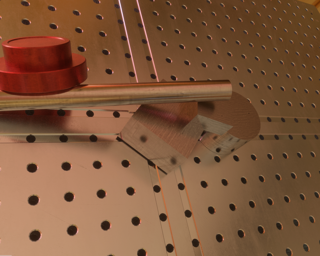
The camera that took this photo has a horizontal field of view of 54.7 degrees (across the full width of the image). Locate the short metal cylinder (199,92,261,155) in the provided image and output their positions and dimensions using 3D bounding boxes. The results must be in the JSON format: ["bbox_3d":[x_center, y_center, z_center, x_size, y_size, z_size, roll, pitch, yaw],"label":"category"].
[{"bbox_3d":[0.097,-0.008,0.451,0.081,0.050,0.080,14,56,-21],"label":"short metal cylinder"}]

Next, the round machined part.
[{"bbox_3d":[-0.131,-0.074,0.338,0.099,0.042,0.098,1,26,0],"label":"round machined part"}]

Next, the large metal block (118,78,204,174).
[{"bbox_3d":[0.007,-0.003,0.396,0.080,0.050,0.080,38,51,-3],"label":"large metal block"}]

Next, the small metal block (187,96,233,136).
[{"bbox_3d":[0.063,-0.024,0.391,0.050,0.025,0.050,17,55,-19],"label":"small metal block"}]

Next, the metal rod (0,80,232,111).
[{"bbox_3d":[-0.067,-0.036,0.339,0.302,0.025,0.025,-4,62,-11],"label":"metal rod"}]
